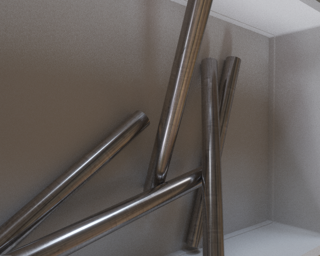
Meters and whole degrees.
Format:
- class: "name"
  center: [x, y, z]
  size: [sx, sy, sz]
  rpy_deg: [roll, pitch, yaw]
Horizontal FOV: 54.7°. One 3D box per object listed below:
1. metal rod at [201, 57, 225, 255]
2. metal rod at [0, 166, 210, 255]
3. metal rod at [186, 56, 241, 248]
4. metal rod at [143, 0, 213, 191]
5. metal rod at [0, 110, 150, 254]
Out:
- class: "metal rod"
  center: [0.068, 0.035, 0.411]
  size: [0.025, 0.025, 0.299]
  rpy_deg: [24, 58, -38]
- class: "metal rod"
  center: [-0.031, 0.090, 0.342]
  size: [0.302, 0.025, 0.025]
  rpy_deg: [-16, 100, -42]
- class: "metal rod"
  center: [0.086, 0.029, 0.480]
  size: [0.025, 0.025, 0.299]
  rpy_deg: [23, 75, -38]
- class: "metal rod"
  center: [0.023, -0.052, 0.349]
  size: [0.025, 0.025, 0.298]
  rpy_deg: [-6, 118, -40]
- class: "metal rod"
  center: [-0.115, 0.077, 0.311]
  size: [0.301, 0.025, 0.025]
  rpy_deg: [-44, 117, -31]
